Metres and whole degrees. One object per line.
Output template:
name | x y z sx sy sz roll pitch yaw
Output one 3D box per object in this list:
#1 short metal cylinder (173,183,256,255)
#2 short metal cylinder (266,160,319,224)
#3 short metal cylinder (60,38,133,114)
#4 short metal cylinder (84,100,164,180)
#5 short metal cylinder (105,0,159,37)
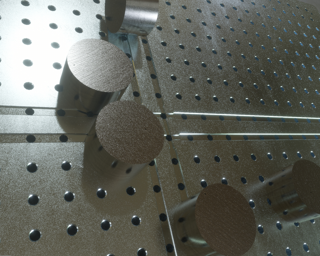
short metal cylinder | 0.063 0.111 0.360 0.081 0.050 0.080 14 56 -21
short metal cylinder | 0.204 0.092 0.448 0.081 0.050 0.080 14 56 -21
short metal cylinder | -0.080 -0.065 0.389 0.081 0.050 0.080 14 56 -21
short metal cylinder | -0.042 0.015 0.362 0.081 0.050 0.080 14 56 -21
short metal cylinder | -0.044 -0.179 0.460 0.050 0.080 0.080 -4 64 -31
